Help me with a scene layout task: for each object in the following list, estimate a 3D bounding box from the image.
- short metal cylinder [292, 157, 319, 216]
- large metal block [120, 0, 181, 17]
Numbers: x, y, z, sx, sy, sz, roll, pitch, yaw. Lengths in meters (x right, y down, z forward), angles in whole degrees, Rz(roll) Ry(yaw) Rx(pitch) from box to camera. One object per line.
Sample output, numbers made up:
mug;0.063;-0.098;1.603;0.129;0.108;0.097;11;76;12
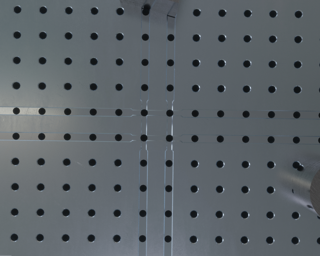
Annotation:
short metal cylinder;0.223;0.079;0.402;0.081;0.050;0.080;0;90;0
large metal block;-0.005;-0.201;0.400;0.080;0.050;0.080;16;90;0
